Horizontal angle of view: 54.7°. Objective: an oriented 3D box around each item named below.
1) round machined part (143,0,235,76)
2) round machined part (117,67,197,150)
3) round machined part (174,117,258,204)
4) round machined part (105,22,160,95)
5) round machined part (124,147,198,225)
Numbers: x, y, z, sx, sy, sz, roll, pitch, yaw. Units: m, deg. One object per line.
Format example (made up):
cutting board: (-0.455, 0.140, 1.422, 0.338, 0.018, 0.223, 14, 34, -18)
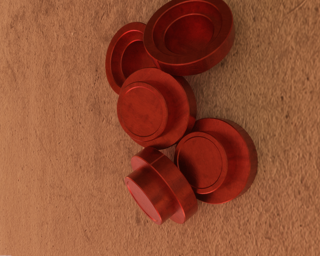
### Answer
round machined part: (0.034, -0.099, 0.347, 0.098, 0.042, 0.098, -8, 62, 16)
round machined part: (-0.011, -0.021, 0.359, 0.098, 0.042, 0.097, 7, 104, 30)
round machined part: (0.055, 0.037, 0.349, 0.098, 0.042, 0.097, 0, 90, 39)
round machined part: (-0.025, -0.087, 0.414, 0.098, 0.042, 0.097, 0, 90, 39)
round machined part: (-0.005, 0.074, 0.365, 0.098, 0.042, 0.097, 43, 154, 27)
